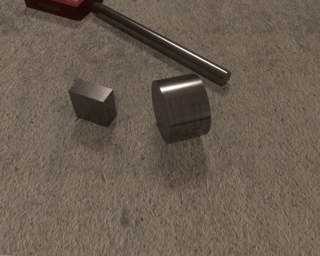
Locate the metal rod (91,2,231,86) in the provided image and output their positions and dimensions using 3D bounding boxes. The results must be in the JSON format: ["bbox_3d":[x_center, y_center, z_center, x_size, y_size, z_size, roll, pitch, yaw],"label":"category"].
[{"bbox_3d":[-0.011,-0.152,0.530,0.300,0.025,0.025,35,58,25],"label":"metal rod"}]

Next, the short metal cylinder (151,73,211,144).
[{"bbox_3d":[0.024,-0.025,0.389,0.050,0.080,0.080,-13,52,-11],"label":"short metal cylinder"}]

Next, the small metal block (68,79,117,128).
[{"bbox_3d":[-0.088,-0.032,0.413,0.050,0.050,0.025,18,53,14],"label":"small metal block"}]

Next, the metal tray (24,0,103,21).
[{"bbox_3d":[-0.192,-0.263,0.617,0.130,0.030,0.090,20,53,15],"label":"metal tray"}]
